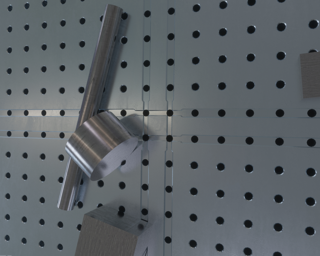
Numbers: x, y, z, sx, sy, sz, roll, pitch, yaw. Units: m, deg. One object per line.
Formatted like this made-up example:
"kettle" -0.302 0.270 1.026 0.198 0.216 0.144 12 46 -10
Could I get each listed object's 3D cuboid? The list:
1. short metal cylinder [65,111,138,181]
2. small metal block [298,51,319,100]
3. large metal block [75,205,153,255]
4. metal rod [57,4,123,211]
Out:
"short metal cylinder" -0.076 0.024 0.410 0.050 0.080 0.080 45 104 14
"small metal block" 0.185 -0.059 0.347 0.050 0.025 0.050 -4 89 19
"large metal block" -0.064 0.162 0.422 0.080 0.050 0.080 16 95 19
"metal rod" -0.102 -0.026 0.448 0.025 0.025 0.298 17 96 19
